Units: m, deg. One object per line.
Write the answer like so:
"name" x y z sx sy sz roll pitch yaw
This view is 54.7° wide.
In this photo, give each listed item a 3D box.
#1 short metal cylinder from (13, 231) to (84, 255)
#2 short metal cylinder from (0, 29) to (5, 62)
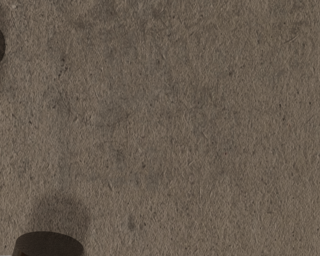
"short metal cylinder" -0.141 0.168 0.381 0.080 0.080 0.050 15 90 -1
"short metal cylinder" -0.250 -0.111 0.394 0.081 0.050 0.079 0 90 -1
